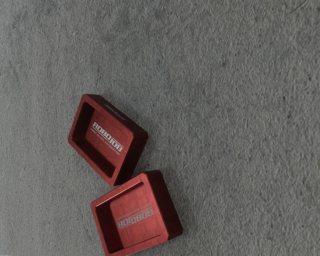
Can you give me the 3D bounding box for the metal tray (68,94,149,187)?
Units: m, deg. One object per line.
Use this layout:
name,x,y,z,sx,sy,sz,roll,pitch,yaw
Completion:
metal tray,-0.084,0.015,0.470,0.130,0.030,0.089,37,112,34

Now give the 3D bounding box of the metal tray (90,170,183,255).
metal tray,-0.038,0.124,0.432,0.130,0.030,0.090,-34,69,34
